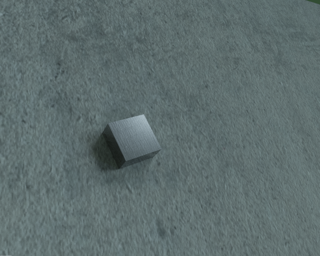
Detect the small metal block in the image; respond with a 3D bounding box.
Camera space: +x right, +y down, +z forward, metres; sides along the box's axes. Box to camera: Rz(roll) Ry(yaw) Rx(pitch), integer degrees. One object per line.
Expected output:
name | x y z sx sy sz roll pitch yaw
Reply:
small metal block | -0.034 0.016 0.375 0.050 0.025 0.050 -16 70 -34
